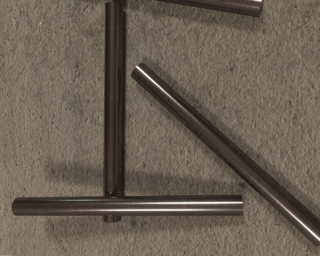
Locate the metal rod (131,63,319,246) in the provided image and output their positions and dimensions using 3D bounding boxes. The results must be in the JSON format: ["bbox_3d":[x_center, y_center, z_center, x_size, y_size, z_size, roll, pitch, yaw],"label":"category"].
[{"bbox_3d":[0.076,0.022,0.381,0.300,0.025,0.025,43,103,14],"label":"metal rod"}]

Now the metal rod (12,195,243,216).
[{"bbox_3d":[-0.049,0.101,0.401,0.301,0.025,0.025,-3,89,10],"label":"metal rod"}]

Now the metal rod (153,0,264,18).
[{"bbox_3d":[-0.017,-0.186,0.413,0.301,0.025,0.025,17,96,18],"label":"metal rod"}]

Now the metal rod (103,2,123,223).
[{"bbox_3d":[-0.065,-0.021,0.430,0.025,0.025,0.298,1,90,19],"label":"metal rod"}]
